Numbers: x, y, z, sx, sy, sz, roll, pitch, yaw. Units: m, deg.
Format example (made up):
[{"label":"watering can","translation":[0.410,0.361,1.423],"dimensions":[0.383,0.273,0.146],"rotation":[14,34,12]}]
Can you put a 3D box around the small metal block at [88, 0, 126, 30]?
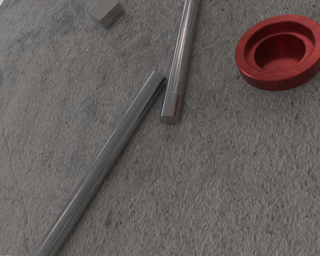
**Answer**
[{"label":"small metal block","translation":[-0.102,-0.221,0.593],"dimensions":[0.050,0.025,0.050],"rotation":[-46,51,-4]}]

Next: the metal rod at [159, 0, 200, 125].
[{"label":"metal rod","translation":[0.039,-0.142,0.470],"dimensions":[0.025,0.025,0.300],"rotation":[-3,60,27]}]

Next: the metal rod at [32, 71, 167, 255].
[{"label":"metal rod","translation":[-0.077,0.049,0.413],"dimensions":[0.025,0.025,0.300],"rotation":[21,73,36]}]

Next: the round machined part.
[{"label":"round machined part","translation":[0.143,-0.084,0.369],"dimensions":[0.098,0.042,0.098],"rotation":[-13,56,21]}]
